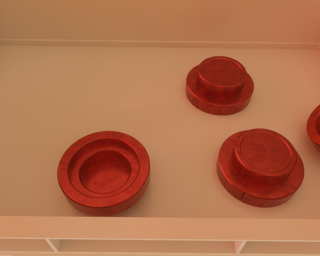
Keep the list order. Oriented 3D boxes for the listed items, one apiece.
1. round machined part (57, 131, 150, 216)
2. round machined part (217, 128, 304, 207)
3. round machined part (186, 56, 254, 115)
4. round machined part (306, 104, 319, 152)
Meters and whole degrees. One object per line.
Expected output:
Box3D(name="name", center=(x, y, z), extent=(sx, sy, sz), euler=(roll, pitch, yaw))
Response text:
Box3D(name="round machined part", center=(-0.060, 0.054, 0.348), extent=(0.099, 0.042, 0.098), euler=(0, 50, 0))
Box3D(name="round machined part", center=(0.119, 0.039, 0.363), extent=(0.099, 0.042, 0.098), euler=(0, 50, 0))
Box3D(name="round machined part", center=(0.088, -0.068, 0.452), extent=(0.099, 0.042, 0.098), euler=(0, 50, 0))
Box3D(name="round machined part", center=(0.236, 0.002, 0.375), extent=(0.098, 0.042, 0.098), euler=(-29, 31, 21))
